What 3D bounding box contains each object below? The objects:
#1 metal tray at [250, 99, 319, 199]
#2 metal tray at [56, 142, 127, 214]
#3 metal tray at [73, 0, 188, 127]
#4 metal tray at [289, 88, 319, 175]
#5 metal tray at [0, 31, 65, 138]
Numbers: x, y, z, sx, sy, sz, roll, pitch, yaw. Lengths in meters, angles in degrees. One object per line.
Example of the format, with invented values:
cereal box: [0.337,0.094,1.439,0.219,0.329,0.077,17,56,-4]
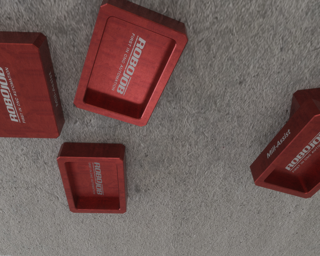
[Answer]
metal tray: [0.188,0.032,0.392,0.091,0.030,0.129,16,128,-14]
metal tray: [-0.097,0.079,0.470,0.091,0.030,0.129,1,130,-2]
metal tray: [-0.036,-0.067,0.345,0.091,0.030,0.129,17,128,-14]
metal tray: [0.220,0.006,0.411,0.090,0.030,0.129,-6,130,5]
metal tray: [-0.171,-0.046,0.363,0.091,0.030,0.129,1,130,-2]
